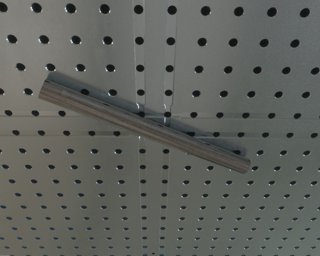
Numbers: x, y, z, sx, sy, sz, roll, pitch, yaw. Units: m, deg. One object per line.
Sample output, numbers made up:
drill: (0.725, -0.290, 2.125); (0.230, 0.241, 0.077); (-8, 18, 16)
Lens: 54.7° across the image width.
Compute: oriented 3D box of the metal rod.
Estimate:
metal rod: (-0.007, 0.005, 0.416); (0.302, 0.025, 0.025); (21, 127, -18)
